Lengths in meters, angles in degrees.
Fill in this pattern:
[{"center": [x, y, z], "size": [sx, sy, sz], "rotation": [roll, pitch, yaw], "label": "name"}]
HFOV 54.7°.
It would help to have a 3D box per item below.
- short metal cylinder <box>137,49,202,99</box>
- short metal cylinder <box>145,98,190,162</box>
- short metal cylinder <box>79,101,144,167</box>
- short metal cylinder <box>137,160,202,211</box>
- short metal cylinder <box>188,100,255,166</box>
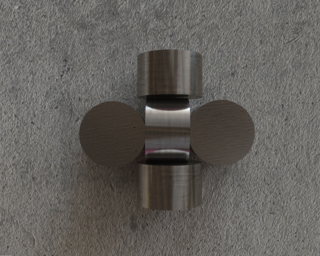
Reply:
[{"center": [0.012, -0.063, 0.384], "size": [0.081, 0.080, 0.050], "rotation": [0, 90, 0], "label": "short metal cylinder"}, {"center": [0.009, 0.002, 0.384], "size": [0.050, 0.080, 0.080], "rotation": [0, 90, 0], "label": "short metal cylinder"}, {"center": [-0.057, 0.007, 0.398], "size": [0.081, 0.050, 0.080], "rotation": [0, 90, -1], "label": "short metal cylinder"}, {"center": [0.012, 0.067, 0.384], "size": [0.081, 0.080, 0.050], "rotation": [0, 90, 0], "label": "short metal cylinder"}, {"center": [0.074, 0.005, 0.399], "size": [0.081, 0.050, 0.080], "rotation": [0, 90, 0], "label": "short metal cylinder"}]
